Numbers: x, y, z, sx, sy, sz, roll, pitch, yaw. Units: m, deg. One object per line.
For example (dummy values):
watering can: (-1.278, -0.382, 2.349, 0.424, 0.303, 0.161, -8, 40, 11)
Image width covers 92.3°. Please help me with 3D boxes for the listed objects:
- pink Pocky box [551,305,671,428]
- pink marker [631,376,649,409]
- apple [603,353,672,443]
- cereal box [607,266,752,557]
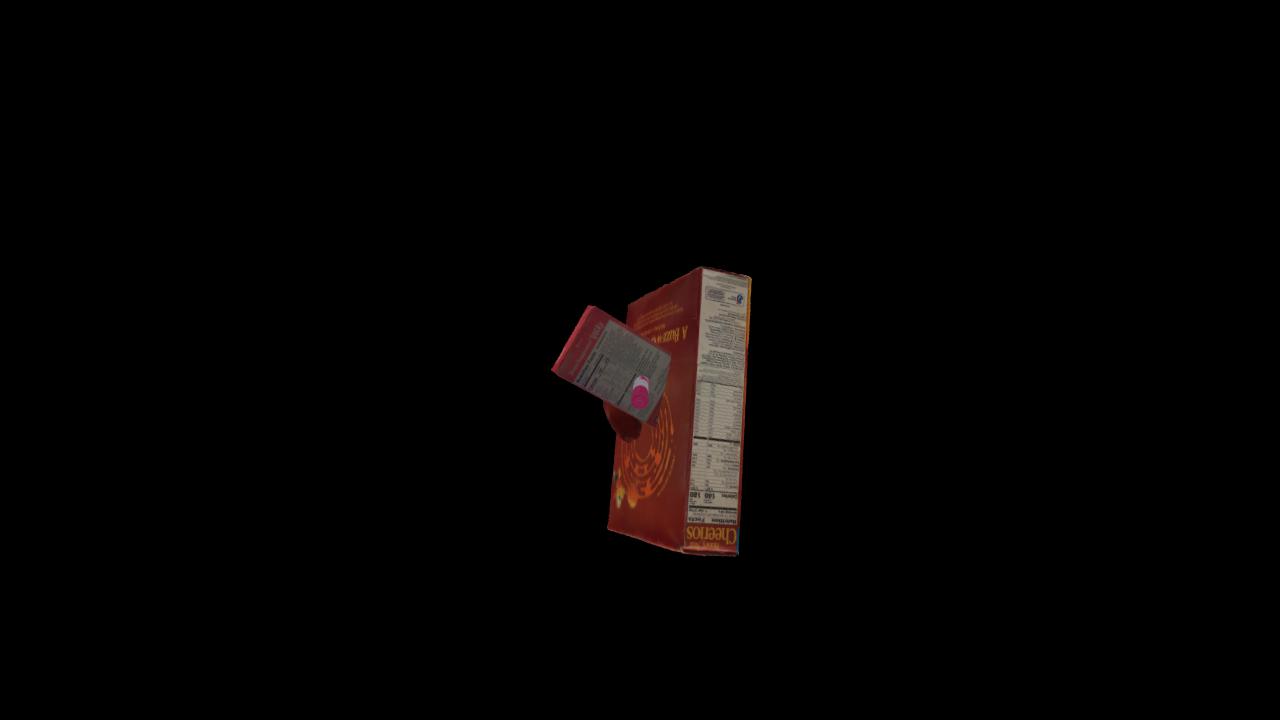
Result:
pink Pocky box: (-0.012, 0.013, 0.680, 0.155, 0.084, 0.029, 30, -3, -22)
pink marker: (0.002, 0.021, 0.684, 0.020, 0.020, 0.121, 0, 23, 3)
apple: (-0.007, 0.056, 0.758, 0.079, 0.093, 0.079, -7, -18, -2)
cereal box: (0.042, 0.064, 0.735, 0.081, 0.306, 0.203, 9, -12, -23)
